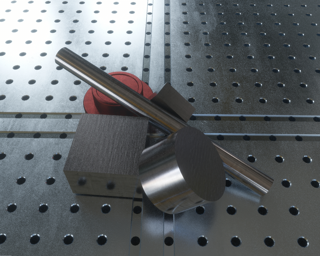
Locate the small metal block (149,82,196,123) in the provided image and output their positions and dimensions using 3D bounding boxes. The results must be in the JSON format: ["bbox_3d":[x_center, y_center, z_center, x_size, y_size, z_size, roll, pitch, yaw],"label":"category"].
[{"bbox_3d":[0.009,-0.025,0.400,0.050,0.050,0.025,42,58,-11],"label":"small metal block"}]

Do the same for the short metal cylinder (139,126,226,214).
[{"bbox_3d":[0.024,0.045,0.326,0.080,0.050,0.080,30,45,-35],"label":"short metal cylinder"}]

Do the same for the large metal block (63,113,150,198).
[{"bbox_3d":[-0.056,0.031,0.361,0.080,0.050,0.080,4,50,3],"label":"large metal block"}]

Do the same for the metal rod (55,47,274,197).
[{"bbox_3d":[-0.002,-0.013,0.376,0.301,0.025,0.025,33,56,9],"label":"metal rod"}]

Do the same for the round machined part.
[{"bbox_3d":[-0.057,-0.041,0.431,0.099,0.042,0.098,0,50,0],"label":"round machined part"}]
